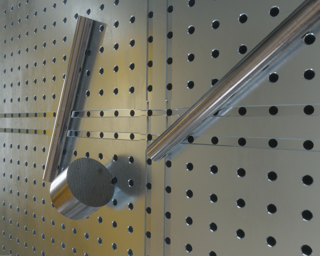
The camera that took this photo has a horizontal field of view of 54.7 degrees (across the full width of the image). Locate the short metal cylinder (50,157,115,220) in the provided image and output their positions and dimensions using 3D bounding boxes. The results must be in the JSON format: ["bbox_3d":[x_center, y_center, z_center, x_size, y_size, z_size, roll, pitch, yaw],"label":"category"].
[{"bbox_3d":[-0.117,0.092,0.470,0.050,0.081,0.080,-39,66,33],"label":"short metal cylinder"}]

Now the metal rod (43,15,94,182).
[{"bbox_3d":[-0.163,-0.043,0.544,0.025,0.025,0.298,27,107,36],"label":"metal rod"}]

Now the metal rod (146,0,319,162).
[{"bbox_3d":[0.084,-0.054,0.339,0.299,0.025,0.025,-44,64,31],"label":"metal rod"}]
